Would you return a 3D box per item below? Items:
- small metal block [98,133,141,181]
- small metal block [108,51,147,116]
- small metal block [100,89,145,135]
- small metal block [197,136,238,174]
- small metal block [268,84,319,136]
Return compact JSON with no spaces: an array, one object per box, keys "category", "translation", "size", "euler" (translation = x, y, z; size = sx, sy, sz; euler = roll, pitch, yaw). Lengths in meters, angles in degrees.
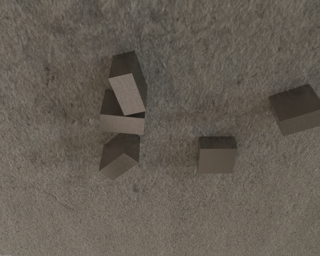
[{"category":"small metal block","translation":[-0.054,0.035,0.420],"size":[0.050,0.050,0.025],"euler":[-36,122,26]},{"category":"small metal block","translation":[-0.034,-0.051,0.347],"size":[0.025,0.050,0.050],"euler":[-12,129,9]},{"category":"small metal block","translation":[-0.044,-0.020,0.373],"size":[0.050,0.050,0.025],"euler":[6,130,-5]},{"category":"small metal block","translation":[0.080,0.039,0.442],"size":[0.050,0.025,0.050],"euler":[0,130,0]},{"category":"small metal block","translation":[0.165,-0.022,0.375],"size":[0.050,0.050,0.025],"euler":[-18,128,14]}]
